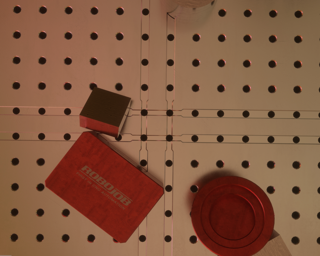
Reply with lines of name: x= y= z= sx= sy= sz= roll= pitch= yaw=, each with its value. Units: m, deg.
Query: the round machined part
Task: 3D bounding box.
round machined part: x=0.091 y=0.114 z=0.392 sx=0.098 sy=0.042 sz=0.098 roll=-5 pitch=64 yaw=11

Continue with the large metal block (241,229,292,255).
large metal block: x=0.131 y=0.184 z=0.402 sx=0.080 sy=0.050 sz=0.080 roll=-29 pitch=90 yaw=0

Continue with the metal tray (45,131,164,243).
metal tray: x=-0.071 y=0.076 z=0.410 sx=0.130 sy=0.030 sz=0.090 roll=38 pitch=90 yaw=0

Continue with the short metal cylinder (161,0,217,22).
short metal cylinder: x=0.039 y=-0.186 z=0.401 sx=0.081 sy=0.050 sz=0.079 roll=0 pitch=90 yaw=0

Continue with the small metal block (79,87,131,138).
small metal block: x=-0.070 y=-0.021 z=0.400 sx=0.050 sy=0.025 sz=0.050 roll=18 pitch=54 yaw=0
